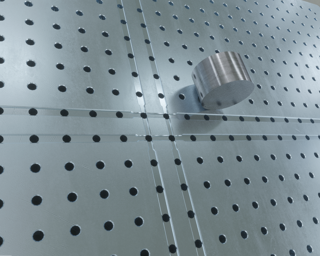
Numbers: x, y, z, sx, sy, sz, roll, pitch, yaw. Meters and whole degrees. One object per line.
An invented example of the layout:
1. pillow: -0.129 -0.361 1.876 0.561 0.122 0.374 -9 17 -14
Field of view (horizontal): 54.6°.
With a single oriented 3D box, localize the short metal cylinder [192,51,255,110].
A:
1. short metal cylinder: 0.093 -0.069 0.464 0.081 0.080 0.050 -2 63 -29
